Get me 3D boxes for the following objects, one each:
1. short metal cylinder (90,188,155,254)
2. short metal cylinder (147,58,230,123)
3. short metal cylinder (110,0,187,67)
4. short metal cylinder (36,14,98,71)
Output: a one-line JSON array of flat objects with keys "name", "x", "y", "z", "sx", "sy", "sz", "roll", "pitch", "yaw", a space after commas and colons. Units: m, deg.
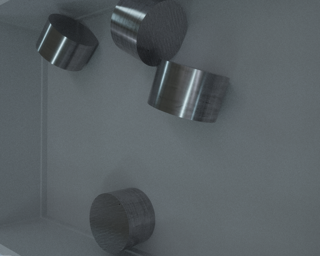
[{"name": "short metal cylinder", "x": -0.053, "y": 0.128, "z": 0.435, "sx": 0.080, "sy": 0.050, "sz": 0.080, "roll": 0, "pitch": 90, "yaw": 40}, {"name": "short metal cylinder", "x": 0.031, "y": -0.042, "z": 0.345, "sx": 0.080, "sy": 0.081, "sz": 0.050, "roll": 26, "pitch": 106, "yaw": 37}, {"name": "short metal cylinder", "x": -0.013, "y": -0.123, "z": 0.382, "sx": 0.050, "sy": 0.081, "sz": 0.079, "roll": 37, "pitch": 113, "yaw": 34}, {"name": "short metal cylinder", "x": -0.148, "y": -0.136, "z": 0.493, "sx": 0.050, "sy": 0.081, "sz": 0.080, "roll": -51, "pitch": 60, "yaw": 28}]
